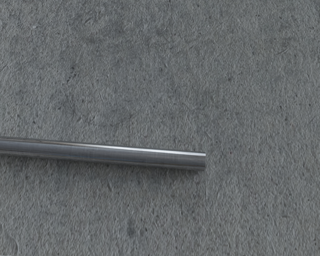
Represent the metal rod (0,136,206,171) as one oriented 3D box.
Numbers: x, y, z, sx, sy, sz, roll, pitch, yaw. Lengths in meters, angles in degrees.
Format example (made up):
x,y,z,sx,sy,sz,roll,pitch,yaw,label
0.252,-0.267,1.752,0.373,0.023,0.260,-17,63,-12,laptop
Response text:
x,y,z,sx,sy,sz,roll,pitch,yaw,label
-0.094,0.031,0.396,0.302,0.025,0.025,4,70,1,metal rod
